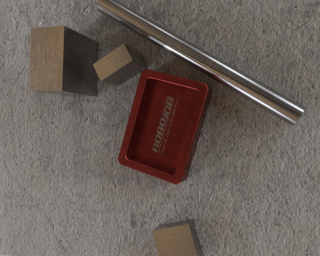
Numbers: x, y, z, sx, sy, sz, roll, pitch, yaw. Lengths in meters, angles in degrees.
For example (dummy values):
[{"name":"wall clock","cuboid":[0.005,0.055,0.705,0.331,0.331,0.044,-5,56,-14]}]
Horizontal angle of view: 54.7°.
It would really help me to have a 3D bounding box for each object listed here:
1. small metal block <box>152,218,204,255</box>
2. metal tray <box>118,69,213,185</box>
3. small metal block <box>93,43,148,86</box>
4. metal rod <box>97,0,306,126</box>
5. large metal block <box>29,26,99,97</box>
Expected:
[{"name":"small metal block","cuboid":[0.024,0.149,0.400,0.050,0.025,0.050,-17,85,18]},{"name":"metal tray","cuboid":[0.006,-0.003,0.403,0.090,0.030,0.129,17,96,18]},{"name":"small metal block","cuboid":[-0.052,-0.083,0.413,0.050,0.050,0.025,-30,81,17]},{"name":"metal rod","cuboid":[0.039,-0.094,0.394,0.300,0.025,0.025,34,101,16]},{"name":"large metal block","cuboid":[-0.128,-0.086,0.423,0.050,0.080,0.079,3,91,20]}]
